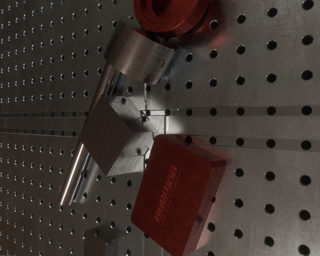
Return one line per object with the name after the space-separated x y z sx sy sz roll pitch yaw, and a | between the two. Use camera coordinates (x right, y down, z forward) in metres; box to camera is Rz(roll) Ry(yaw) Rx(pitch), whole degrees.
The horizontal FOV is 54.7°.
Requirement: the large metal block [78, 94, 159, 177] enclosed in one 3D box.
-0.061 0.010 0.441 0.080 0.050 0.080 48 118 29 | large metal block

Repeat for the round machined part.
0.019 -0.157 0.376 0.098 0.042 0.097 -4 82 34 | round machined part

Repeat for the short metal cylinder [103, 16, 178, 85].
-0.024 -0.098 0.392 0.080 0.081 0.050 45 117 30 | short metal cylinder

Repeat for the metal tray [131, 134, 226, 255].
0.019 0.082 0.389 0.090 0.030 0.129 27 107 36 | metal tray

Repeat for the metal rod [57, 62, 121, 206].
-0.110 0.000 0.497 0.025 0.025 0.298 37 112 33 | metal rod

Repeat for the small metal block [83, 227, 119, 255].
-0.093 0.190 0.484 0.050 0.025 0.050 9 96 39 | small metal block
